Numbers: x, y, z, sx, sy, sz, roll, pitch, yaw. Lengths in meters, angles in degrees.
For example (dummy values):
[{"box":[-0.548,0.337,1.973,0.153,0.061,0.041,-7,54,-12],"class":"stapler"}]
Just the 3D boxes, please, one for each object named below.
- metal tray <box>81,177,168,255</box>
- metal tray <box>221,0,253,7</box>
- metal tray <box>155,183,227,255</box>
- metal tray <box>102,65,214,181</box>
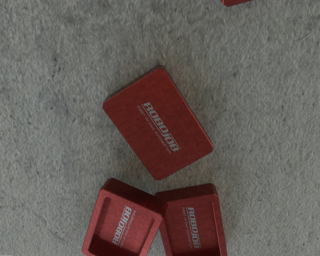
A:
[{"box":[-0.053,0.143,0.439,0.090,0.030,0.129,23,116,5],"class":"metal tray"},{"box":[0.098,-0.200,0.310,0.090,0.030,0.129,-14,131,4],"class":"metal tray"},{"box":[0.048,0.152,0.463,0.090,0.030,0.129,-11,110,3],"class":"metal tray"},{"box":[-0.001,-0.005,0.405,0.090,0.030,0.130,-31,108,10],"class":"metal tray"}]
